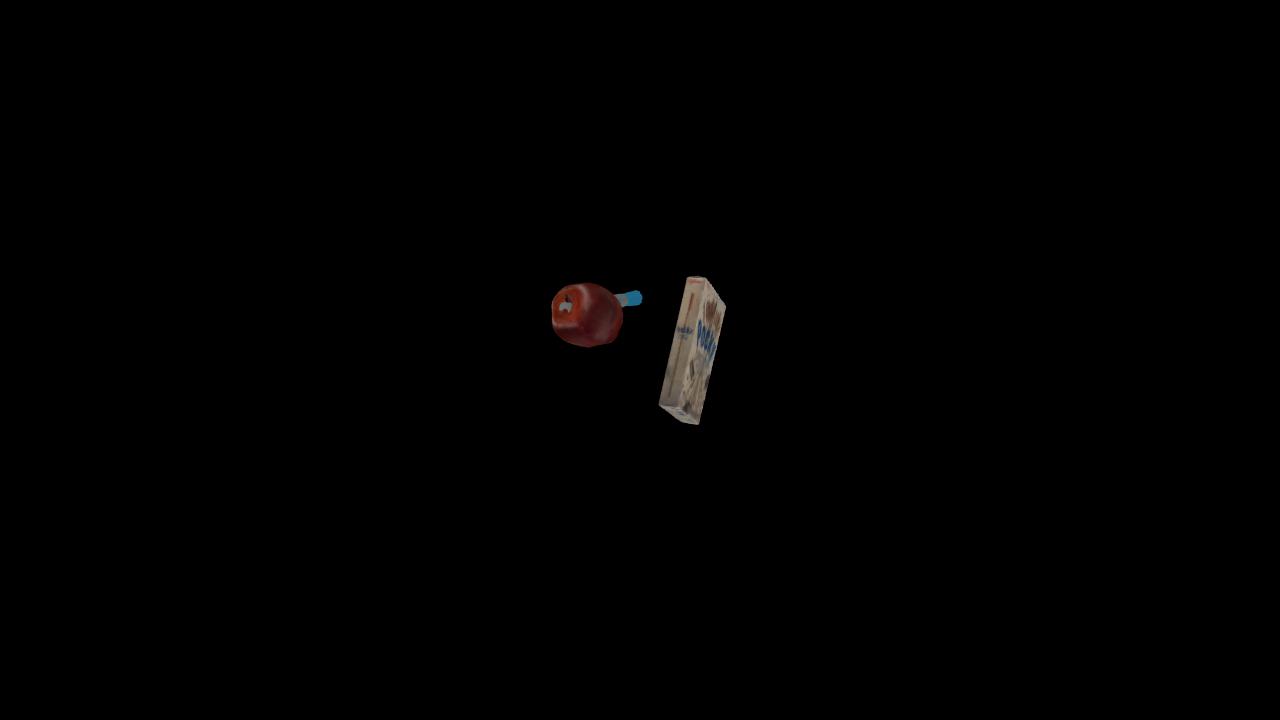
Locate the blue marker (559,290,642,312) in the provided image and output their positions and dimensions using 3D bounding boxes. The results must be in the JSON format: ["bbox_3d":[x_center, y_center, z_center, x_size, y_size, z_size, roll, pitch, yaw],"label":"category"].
[{"bbox_3d":[-0.042,-0.067,0.731,0.121,0.020,0.020,-15,10,-42],"label":"blue marker"}]

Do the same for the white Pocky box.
[{"bbox_3d":[0.061,-0.009,0.707,0.028,0.154,0.084,7,-16,26],"label":"white Pocky box"}]

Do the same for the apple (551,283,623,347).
[{"bbox_3d":[-0.060,-0.053,0.719,0.079,0.079,0.093,0,-18,33],"label":"apple"}]
